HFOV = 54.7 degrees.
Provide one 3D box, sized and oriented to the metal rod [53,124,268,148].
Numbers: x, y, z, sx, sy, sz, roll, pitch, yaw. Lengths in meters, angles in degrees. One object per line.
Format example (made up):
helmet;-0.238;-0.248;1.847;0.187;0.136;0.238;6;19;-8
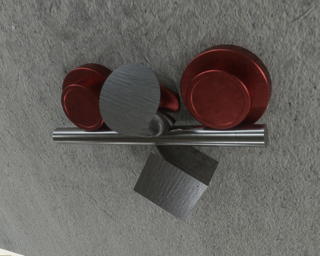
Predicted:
metal rod;-0.020;0.010;0.398;0.300;0.025;0.025;-1;118;28

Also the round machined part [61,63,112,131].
round machined part;-0.095;-0.035;0.425;0.098;0.042;0.097;13;124;21

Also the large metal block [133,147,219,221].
large metal block;0.020;0.066;0.419;0.080;0.050;0.079;31;128;8

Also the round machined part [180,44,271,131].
round machined part;0.068;-0.037;0.339;0.098;0.042;0.097;13;124;21

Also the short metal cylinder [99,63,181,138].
short metal cylinder;-0.023;-0.030;0.362;0.080;0.050;0.080;-4;81;28
